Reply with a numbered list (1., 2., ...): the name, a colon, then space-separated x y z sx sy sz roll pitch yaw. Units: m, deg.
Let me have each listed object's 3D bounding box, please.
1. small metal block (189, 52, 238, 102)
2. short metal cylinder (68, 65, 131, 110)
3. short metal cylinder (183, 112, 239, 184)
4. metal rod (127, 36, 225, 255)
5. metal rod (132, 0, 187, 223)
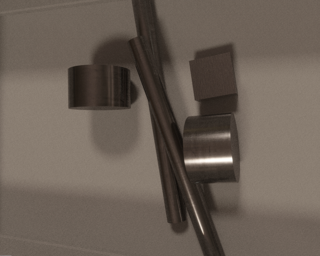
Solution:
1. small metal block: 0.067 -0.062 0.386 0.050 0.025 0.050 -9 87 19
2. short metal cylinder: -0.079 -0.051 0.408 0.080 0.080 0.050 -1 90 19
3. short metal cylinder: 0.062 0.024 0.359 0.050 0.080 0.080 -5 88 19
4. metal rod: 0.022 0.032 0.384 0.025 0.025 0.299 -20 90 18
5. metal rod: -0.002 -0.027 0.410 0.025 0.025 0.298 -10 87 19
